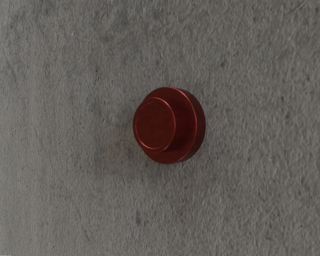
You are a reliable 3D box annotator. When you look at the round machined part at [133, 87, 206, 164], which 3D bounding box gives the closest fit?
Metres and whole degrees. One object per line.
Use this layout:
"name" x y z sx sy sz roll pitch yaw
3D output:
"round machined part" 0.004 -0.003 0.389 0.098 0.042 0.097 0 90 39
